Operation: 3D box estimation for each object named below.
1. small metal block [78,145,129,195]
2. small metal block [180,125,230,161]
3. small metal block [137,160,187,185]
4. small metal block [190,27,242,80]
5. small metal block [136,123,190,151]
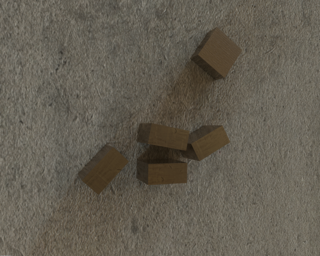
[{"bbox_3d":[-0.069,0.048,0.370,0.025,0.050,0.050,46,76,-15],"label":"small metal block"},{"bbox_3d":[0.057,0.019,0.416,0.050,0.050,0.025,-29,100,-18],"label":"small metal block"},{"bbox_3d":[0.001,0.055,0.396,0.050,0.050,0.025,1,90,-20],"label":"small metal block"},{"bbox_3d":[0.080,-0.104,0.438,0.050,0.025,0.050,37,78,-17],"label":"small metal block"},{"bbox_3d":[0.003,0.011,0.397,0.050,0.050,0.025,12,86,-20],"label":"small metal block"}]
